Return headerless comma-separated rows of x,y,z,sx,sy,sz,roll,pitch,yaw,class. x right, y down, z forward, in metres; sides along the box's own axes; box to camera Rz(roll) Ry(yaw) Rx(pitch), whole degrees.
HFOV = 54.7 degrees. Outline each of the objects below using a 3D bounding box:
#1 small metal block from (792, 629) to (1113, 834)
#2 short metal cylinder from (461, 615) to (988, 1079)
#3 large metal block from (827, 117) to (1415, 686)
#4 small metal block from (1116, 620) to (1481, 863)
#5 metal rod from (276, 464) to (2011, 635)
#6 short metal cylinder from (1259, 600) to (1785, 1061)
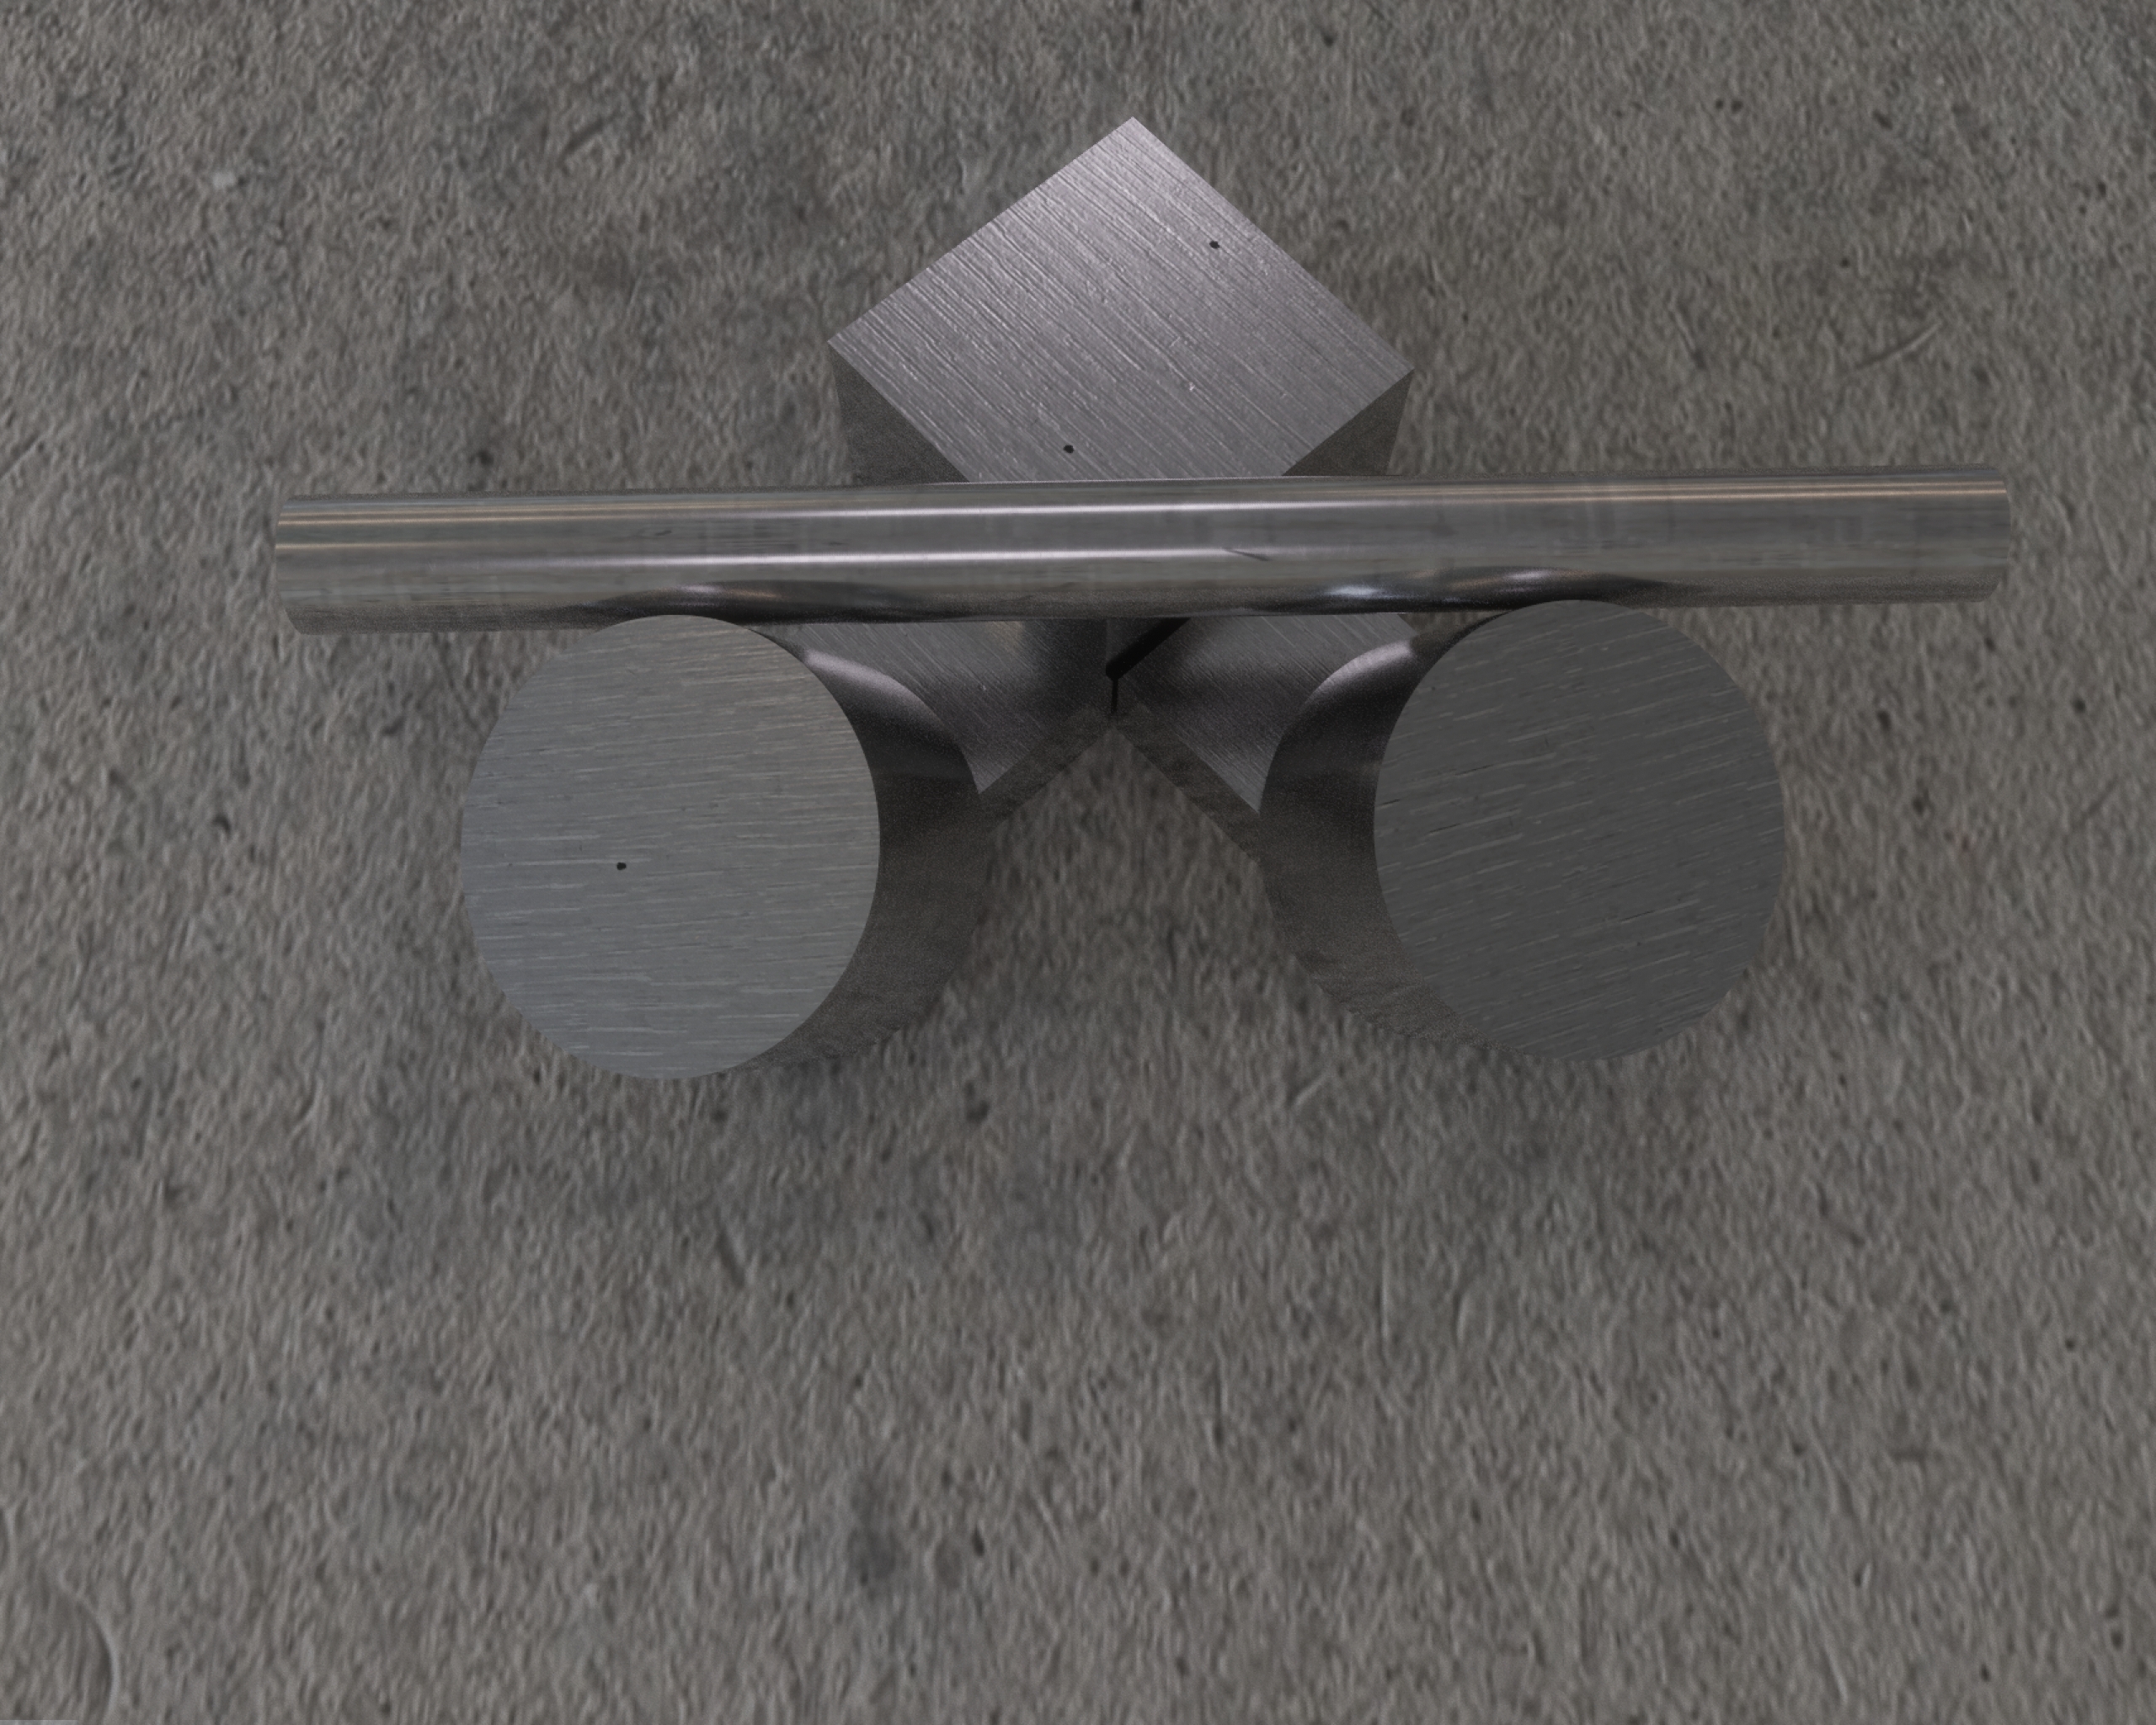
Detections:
-0.029,-0.032,0.421,0.050,0.025,0.050,-41,75,-15,small metal block
-0.063,-0.002,0.381,0.080,0.050,0.080,-1,87,18,short metal cylinder
0.008,-0.090,0.427,0.080,0.050,0.080,-40,75,-13,large metal block
0.044,-0.031,0.420,0.050,0.025,0.050,-42,75,-14,small metal block
0.012,-0.056,0.375,0.302,0.025,0.025,-1,70,-1,metal rod
0.080,-0.005,0.384,0.081,0.050,0.080,0,89,-18,short metal cylinder
